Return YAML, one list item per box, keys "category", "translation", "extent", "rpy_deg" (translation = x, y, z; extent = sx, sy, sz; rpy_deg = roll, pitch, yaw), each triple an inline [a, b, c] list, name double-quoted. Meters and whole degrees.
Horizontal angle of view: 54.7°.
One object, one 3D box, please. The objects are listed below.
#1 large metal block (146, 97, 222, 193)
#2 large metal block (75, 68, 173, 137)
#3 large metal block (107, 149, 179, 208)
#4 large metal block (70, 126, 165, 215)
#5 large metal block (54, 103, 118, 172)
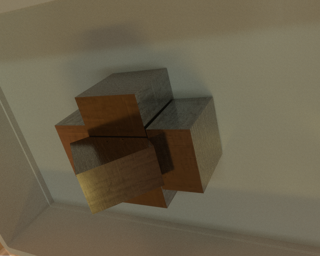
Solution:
- category: "large metal block"
  translation: [0.033, 0.017, 0.362]
  extent: [0.050, 0.080, 0.080]
  rpy_deg: [0, 118, 28]
- category: "large metal block"
  translation: [-0.039, -0.032, 0.372]
  extent: [0.080, 0.080, 0.050]
  rpy_deg: [0, 118, 28]
- category: "large metal block"
  translation: [-0.015, 0.057, 0.415]
  extent: [0.080, 0.080, 0.050]
  rpy_deg: [0, 118, 28]
- category: "large metal block"
  translation: [-0.051, 0.040, 0.350]
  extent: [0.081, 0.080, 0.050]
  rpy_deg: [-20, 115, -12]
- category: "large metal block"
  translation: [-0.084, 0.013, 0.425]
  extent: [0.050, 0.080, 0.080]
  rpy_deg: [0, 119, 28]
